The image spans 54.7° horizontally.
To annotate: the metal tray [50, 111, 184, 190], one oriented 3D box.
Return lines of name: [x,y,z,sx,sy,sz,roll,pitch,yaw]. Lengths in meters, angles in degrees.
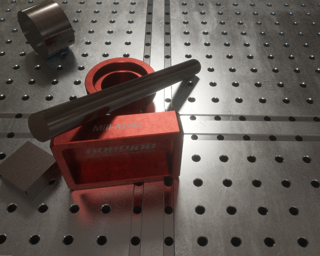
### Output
metal tray: [-0.043,0.027,0.342,0.131,0.089,0.030,-6,51,-5]

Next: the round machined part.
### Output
round machined part: [-0.054,-0.054,0.441,0.099,0.042,0.098,0,50,0]

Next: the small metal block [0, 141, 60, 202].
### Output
small metal block: [-0.153,0.050,0.364,0.050,0.025,0.050,26,55,20]

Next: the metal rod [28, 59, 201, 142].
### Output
metal rod: [-0.022,-0.049,0.372,0.025,0.025,0.302,27,31,21]

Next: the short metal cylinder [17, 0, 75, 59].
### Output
short metal cylinder: [-0.185,-0.160,0.504,0.080,0.080,0.050,37,59,26]
